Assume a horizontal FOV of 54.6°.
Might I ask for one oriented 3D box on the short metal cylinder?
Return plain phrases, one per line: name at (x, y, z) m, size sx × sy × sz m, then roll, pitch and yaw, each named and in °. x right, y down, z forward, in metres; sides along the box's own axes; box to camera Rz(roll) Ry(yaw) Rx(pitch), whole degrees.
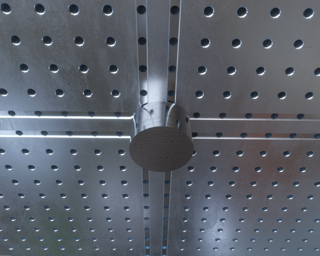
short metal cylinder at (0.002, 0.012, 0.405) m, size 0.080 × 0.050 × 0.080 m, roll 0°, pitch 130°, yaw 0°
